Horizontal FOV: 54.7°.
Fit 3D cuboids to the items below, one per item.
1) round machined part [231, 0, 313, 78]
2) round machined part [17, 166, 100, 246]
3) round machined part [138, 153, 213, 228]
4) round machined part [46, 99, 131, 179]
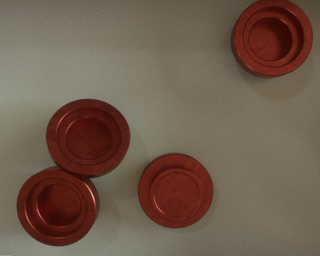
[{"bbox_3d":[0.141,-0.113,0.405,0.099,0.042,0.097,0,90,-1],"label":"round machined part"},{"bbox_3d":[-0.126,0.096,0.398,0.099,0.042,0.097,0,96,3],"label":"round machined part"},{"bbox_3d":[0.020,0.083,0.403,0.099,0.042,0.097,0,90,-1],"label":"round machined part"},{"bbox_3d":[-0.089,0.016,0.389,0.099,0.042,0.098,6,66,-13],"label":"round machined part"}]
